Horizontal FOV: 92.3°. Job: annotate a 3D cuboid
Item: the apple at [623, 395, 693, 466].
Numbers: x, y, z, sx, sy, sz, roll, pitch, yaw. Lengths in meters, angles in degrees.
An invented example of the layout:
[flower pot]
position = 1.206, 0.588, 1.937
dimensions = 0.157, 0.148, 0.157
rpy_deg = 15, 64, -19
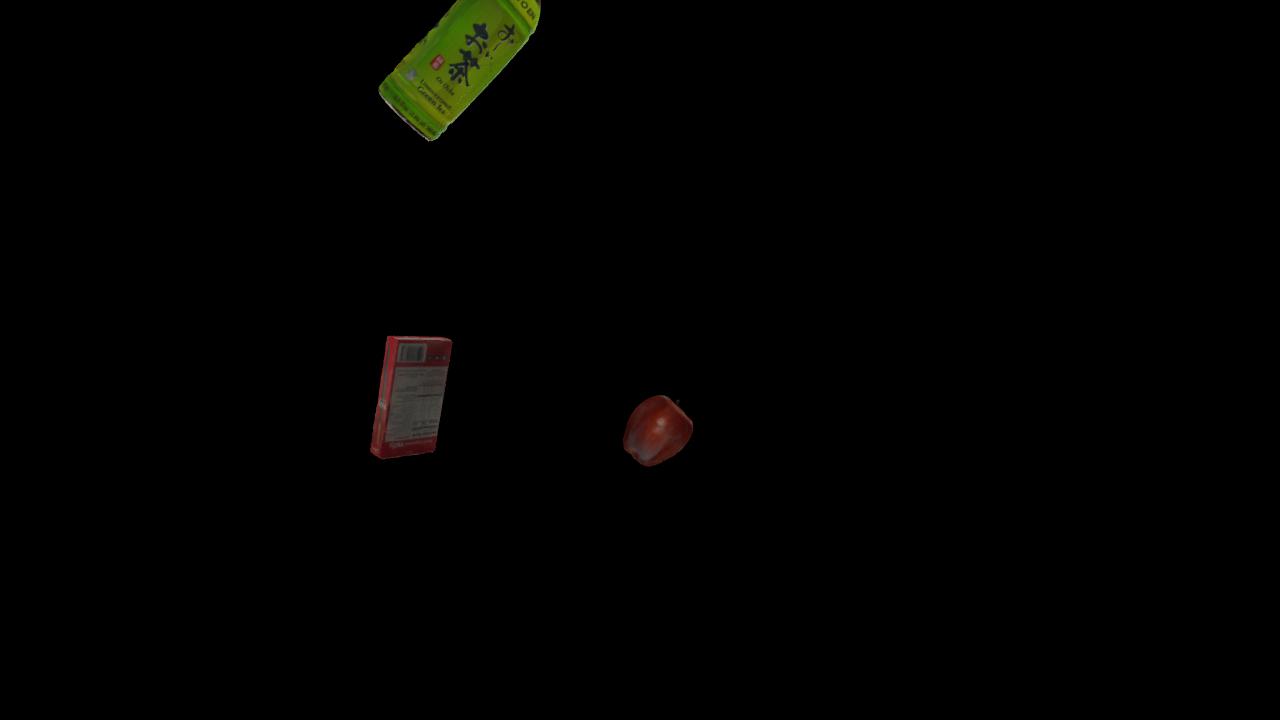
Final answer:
[apple]
position = 0.021, 0.088, 0.779
dimensions = 0.079, 0.093, 0.079
rpy_deg = 41, -6, 6

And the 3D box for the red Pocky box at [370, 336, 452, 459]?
[red Pocky box]
position = -0.291, 0.046, 0.785
dimensions = 0.028, 0.155, 0.083
rpy_deg = 18, 10, 33

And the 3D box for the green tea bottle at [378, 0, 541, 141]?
[green tea bottle]
position = -0.160, -0.314, 0.602
dimensions = 0.073, 0.212, 0.073
rpy_deg = 45, 5, -5
